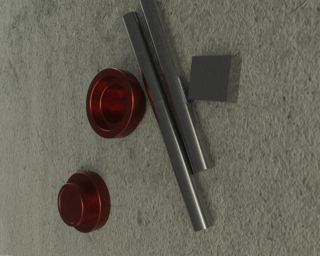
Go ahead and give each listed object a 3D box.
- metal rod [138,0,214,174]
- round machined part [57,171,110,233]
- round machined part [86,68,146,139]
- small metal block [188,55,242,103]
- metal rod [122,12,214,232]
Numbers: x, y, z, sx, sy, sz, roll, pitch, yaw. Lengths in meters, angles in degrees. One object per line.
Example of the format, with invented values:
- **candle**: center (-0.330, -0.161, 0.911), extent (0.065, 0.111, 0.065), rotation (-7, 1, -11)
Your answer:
- **metal rod**: center (0.009, -0.089, 0.397), extent (0.025, 0.025, 0.299), rotation (-27, 73, 37)
- **round machined part**: center (-0.128, 0.120, 0.500), extent (0.098, 0.042, 0.097), rotation (0, 90, 40)
- **round machined part**: center (-0.058, -0.034, 0.442), extent (0.098, 0.042, 0.097), rotation (0, 90, 40)
- **small metal block**: center (0.062, -0.055, 0.354), extent (0.050, 0.025, 0.050), rotation (9, 96, 39)
- **metal rod**: center (0.005, -0.020, 0.400), extent (0.025, 0.025, 0.299), rotation (-30, 72, 36)
